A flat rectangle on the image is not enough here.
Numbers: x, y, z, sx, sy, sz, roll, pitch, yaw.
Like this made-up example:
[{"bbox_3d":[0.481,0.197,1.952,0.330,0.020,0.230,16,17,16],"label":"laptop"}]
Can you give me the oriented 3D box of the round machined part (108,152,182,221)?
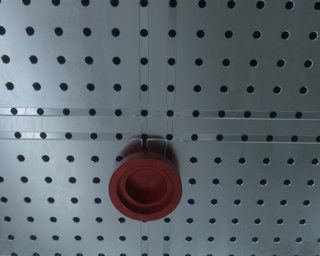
[{"bbox_3d":[-0.019,0.077,0.432,0.099,0.042,0.097,0,110,0],"label":"round machined part"}]
